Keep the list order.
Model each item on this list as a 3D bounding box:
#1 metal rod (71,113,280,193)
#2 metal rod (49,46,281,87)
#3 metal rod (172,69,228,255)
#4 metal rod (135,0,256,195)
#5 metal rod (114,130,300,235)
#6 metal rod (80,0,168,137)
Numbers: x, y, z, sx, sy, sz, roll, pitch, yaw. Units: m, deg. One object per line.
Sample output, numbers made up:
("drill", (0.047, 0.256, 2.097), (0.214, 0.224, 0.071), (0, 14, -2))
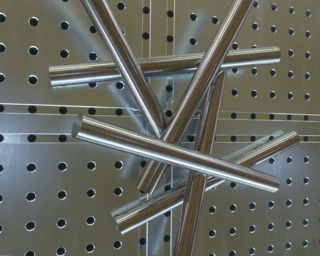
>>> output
("metal rod", (0.043, 0.040, 0.371), (0.302, 0.025, 0.025), (19, 84, -32))
("metal rod", (0.017, -0.082, 0.400), (0.302, 0.025, 0.025), (-8, 93, -13))
("metal rod", (0.053, 0.049, 0.410), (0.025, 0.025, 0.299), (18, 76, -19))
("metal rod", (0.051, -0.057, 0.384), (0.025, 0.025, 0.299), (29, 86, -18))
("metal rod", (0.079, 0.070, 0.441), (0.302, 0.025, 0.025), (-22, 98, -19))
("metal rod", (-0.040, -0.077, 0.356), (0.025, 0.025, 0.299), (-36, 117, -16))
